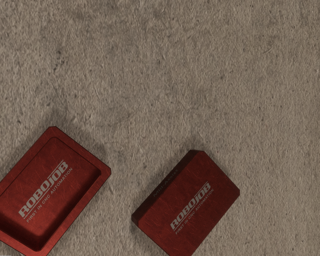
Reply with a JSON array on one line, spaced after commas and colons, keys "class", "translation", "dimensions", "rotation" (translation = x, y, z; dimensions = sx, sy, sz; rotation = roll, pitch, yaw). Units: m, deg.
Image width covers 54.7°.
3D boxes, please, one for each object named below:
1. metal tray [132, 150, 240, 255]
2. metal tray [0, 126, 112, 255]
[{"class": "metal tray", "translation": [0.037, 0.104, 0.422], "dimensions": [0.130, 0.030, 0.090], "rotation": [-47, 105, -14]}, {"class": "metal tray", "translation": [-0.132, 0.073, 0.358], "dimensions": [0.090, 0.030, 0.130], "rotation": [41, 77, -16]}]
